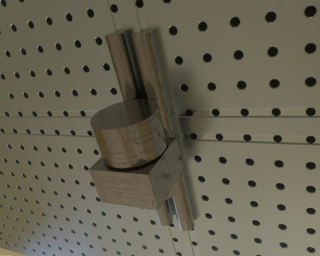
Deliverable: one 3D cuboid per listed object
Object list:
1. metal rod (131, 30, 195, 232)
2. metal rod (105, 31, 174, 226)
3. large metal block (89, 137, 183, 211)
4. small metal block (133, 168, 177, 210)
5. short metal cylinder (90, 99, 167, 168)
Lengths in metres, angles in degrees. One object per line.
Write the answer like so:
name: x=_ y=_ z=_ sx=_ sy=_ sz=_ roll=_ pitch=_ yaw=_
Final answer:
metal rod: x=0.010 y=0.022 z=0.419 sx=0.025 sy=0.025 sz=0.298 roll=1 pitch=119 yaw=27
metal rod: x=-0.022 y=0.018 z=0.434 sx=0.025 sy=0.025 sz=0.298 roll=1 pitch=119 yaw=27
large metal block: x=-0.026 y=0.052 z=0.388 sx=0.080 sy=0.080 sz=0.050 roll=1 pitch=119 yaw=27
small metal block: x=-0.011 y=0.077 z=0.418 sx=0.050 sy=0.050 sz=0.025 roll=-19 pitch=116 yaw=-13
short metal cylinder: x=-0.036 y=0.004 z=0.368 sx=0.080 sy=0.080 sz=0.050 roll=1 pitch=119 yaw=27
